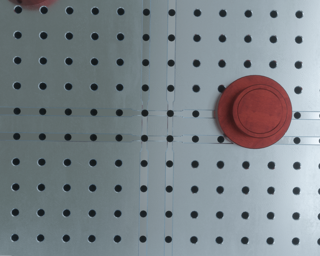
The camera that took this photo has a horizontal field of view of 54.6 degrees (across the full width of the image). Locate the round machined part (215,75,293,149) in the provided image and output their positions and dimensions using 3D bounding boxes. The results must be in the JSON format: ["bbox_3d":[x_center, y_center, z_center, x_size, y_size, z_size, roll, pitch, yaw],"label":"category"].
[{"bbox_3d":[0.125,-0.021,0.406,0.099,0.042,0.097,0,90,0],"label":"round machined part"}]

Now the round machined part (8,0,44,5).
[{"bbox_3d":[-0.183,-0.217,0.404,0.099,0.042,0.097,0,90,0],"label":"round machined part"}]
